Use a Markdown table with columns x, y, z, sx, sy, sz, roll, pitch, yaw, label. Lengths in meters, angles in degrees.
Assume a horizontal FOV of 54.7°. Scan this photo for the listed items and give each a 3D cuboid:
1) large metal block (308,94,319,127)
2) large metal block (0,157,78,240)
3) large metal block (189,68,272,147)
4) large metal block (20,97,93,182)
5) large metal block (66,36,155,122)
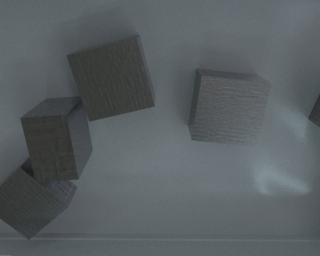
| x | y | z | sx | sy | sz | roll | pitch | yaw | label |
| --- | --- | --- | --- | --- | --- | --- | --- | --- | --- |
| 0.236 | -0.029 | 0.373 | 0.050 | 0.080 | 0.079 | 14 | 110 | -5 | large metal block |
| -0.178 | 0.093 | 0.431 | 0.080 | 0.050 | 0.080 | -40 | 105 | 13 | large metal block |
| 0.083 | -0.027 | 0.389 | 0.081 | 0.050 | 0.079 | 6 | 110 | -3 | large metal block |
| -0.123 | 0.011 | 0.385 | 0.050 | 0.080 | 0.079 | -4 | 110 | 1 | large metal block |
| -0.055 | -0.061 | 0.375 | 0.080 | 0.050 | 0.080 | -13 | 110 | 4 | large metal block |
